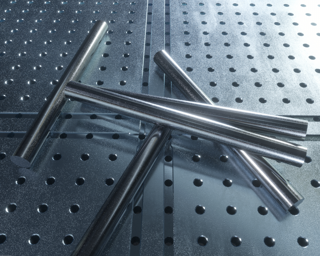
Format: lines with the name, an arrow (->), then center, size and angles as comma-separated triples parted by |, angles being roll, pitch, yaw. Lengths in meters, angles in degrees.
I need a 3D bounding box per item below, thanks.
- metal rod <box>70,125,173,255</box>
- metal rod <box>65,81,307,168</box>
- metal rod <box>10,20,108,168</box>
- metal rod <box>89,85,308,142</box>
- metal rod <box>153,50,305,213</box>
metal rod -> -0.056, 0.097, 0.324 | 0.025, 0.025, 0.301 | 20, 53, 16
metal rod -> 0.020, -0.009, 0.381 | 0.301, 0.025, 0.025 | 17, 52, 13
metal rod -> -0.136, -0.072, 0.465 | 0.025, 0.025, 0.300 | 9, 50, 7
metal rod -> 0.028, -0.024, 0.404 | 0.301, 0.025, 0.025 | 11, 51, 18
metal rod -> 0.074, -0.016, 0.421 | 0.025, 0.025, 0.300 | -23, 54, -19
